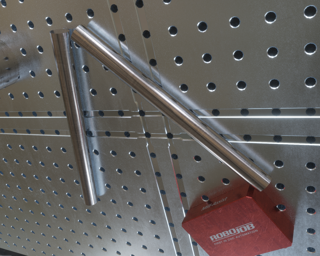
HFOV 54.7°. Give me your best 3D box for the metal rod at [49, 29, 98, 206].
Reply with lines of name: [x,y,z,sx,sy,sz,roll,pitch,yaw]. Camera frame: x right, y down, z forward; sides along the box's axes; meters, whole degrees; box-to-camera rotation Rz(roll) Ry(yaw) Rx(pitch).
metal rod: [-0.127,0.002,0.477,0.025,0.025,0.298,12,124,21]

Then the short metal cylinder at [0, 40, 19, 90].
short metal cylinder: [-0.267,-0.094,0.474,0.080,0.050,0.079,13,124,20]

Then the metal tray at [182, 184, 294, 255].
metal tray: [0.106,0.139,0.438,0.090,0.030,0.129,48,128,-6]

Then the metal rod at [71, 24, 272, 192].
metal rod: [0.013,-0.025,0.387,0.300,0.025,0.025,39,129,1]
